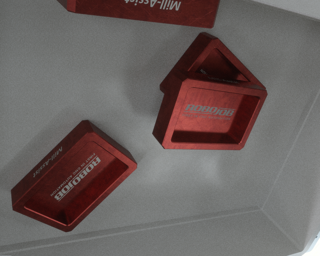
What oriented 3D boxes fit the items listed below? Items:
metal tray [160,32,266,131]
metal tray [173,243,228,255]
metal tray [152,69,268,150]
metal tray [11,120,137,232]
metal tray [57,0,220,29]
[{"bbox_3d":[0.074,-0.052,0.413,0.130,0.030,0.090,31,101,-38],"label":"metal tray"},{"bbox_3d":[0.072,0.282,0.621,0.131,0.030,0.090,26,104,-37],"label":"metal tray"},{"bbox_3d":[0.064,-0.018,0.389,0.131,0.030,0.089,3,117,-30],"label":"metal tray"},{"bbox_3d":[-0.104,0.063,0.387,0.130,0.030,0.090,-44,129,2],"label":"metal tray"},{"bbox_3d":[-0.023,-0.120,0.278,0.131,0.090,0.030,-3,120,-27],"label":"metal tray"}]
